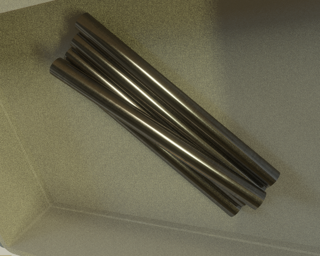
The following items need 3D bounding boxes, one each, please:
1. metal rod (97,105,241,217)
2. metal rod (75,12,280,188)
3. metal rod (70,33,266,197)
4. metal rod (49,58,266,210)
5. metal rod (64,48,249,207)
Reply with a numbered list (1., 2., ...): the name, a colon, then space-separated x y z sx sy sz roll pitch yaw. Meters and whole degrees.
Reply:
1. metal rod: -0.012 0.015 0.422 0.300 0.025 0.025 40 129 1
2. metal rod: 0.020 -0.034 0.375 0.300 0.025 0.025 40 129 1
3. metal rod: 0.011 -0.017 0.391 0.300 0.025 0.025 40 129 1
4. metal rod: -0.007 0.003 0.380 0.301 0.025 0.025 33 129 6
5. metal rod: -0.002 -0.003 0.407 0.300 0.025 0.025 40 129 1
